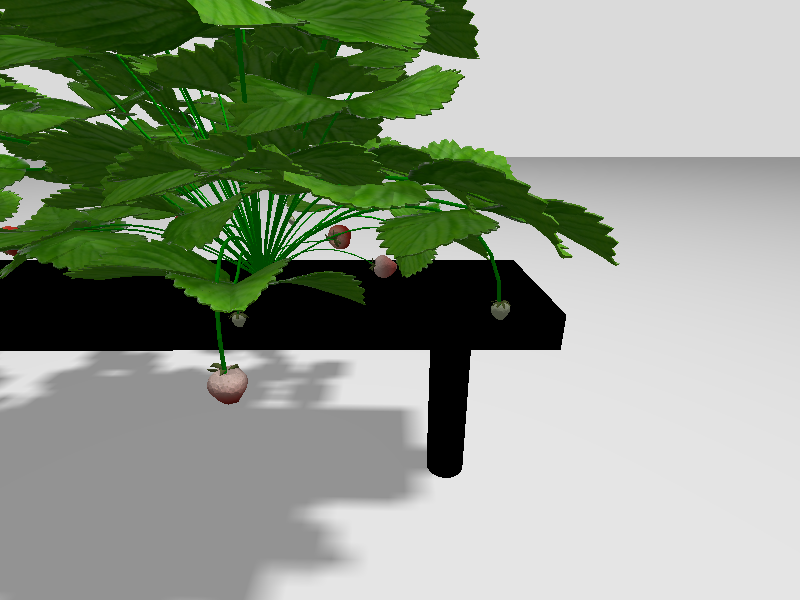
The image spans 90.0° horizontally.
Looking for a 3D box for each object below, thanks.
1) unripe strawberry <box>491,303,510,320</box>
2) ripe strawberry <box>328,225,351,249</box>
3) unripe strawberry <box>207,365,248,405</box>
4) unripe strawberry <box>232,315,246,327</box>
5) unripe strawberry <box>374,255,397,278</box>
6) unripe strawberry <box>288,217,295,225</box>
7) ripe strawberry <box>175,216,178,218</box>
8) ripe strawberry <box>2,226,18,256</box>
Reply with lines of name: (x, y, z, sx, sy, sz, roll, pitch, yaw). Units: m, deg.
unripe strawberry: (0.061, 0.007, 0.246, 0.011, 0.011, 0.011, 14, 25, 31)
ripe strawberry: (-0.071, -0.076, 0.481, 0.028, 0.029, 0.030, 9, 23, 22)
unripe strawberry: (-0.083, 0.042, 0.194, 0.018, 0.019, 0.019, -5, 22, -12)
unripe strawberry: (-0.108, 0.014, 0.268, 0.009, 0.010, 0.010, -4, 22, -9)
unripe strawberry: (-0.014, -0.031, 0.376, 0.021, 0.021, 0.020, 5, 21, -8)
unripe strawberry: (-0.155, -0.113, 0.572, 0.011, 0.011, 0.011, -3, 22, -7)
ripe strawberry: (-0.276, -0.096, 0.520, 0.036, 0.038, 0.039, -18, 27, -38)
ripe strawberry: (-0.423, -0.066, 0.443, 0.032, 0.033, 0.029, -11, 24, -28)
